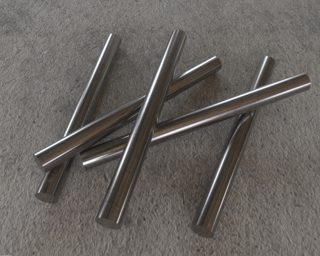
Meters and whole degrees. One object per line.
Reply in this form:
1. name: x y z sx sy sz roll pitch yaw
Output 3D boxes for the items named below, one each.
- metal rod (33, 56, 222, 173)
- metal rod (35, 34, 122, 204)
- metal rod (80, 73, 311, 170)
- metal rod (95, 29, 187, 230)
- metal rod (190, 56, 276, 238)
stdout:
1. metal rod: -0.021 -0.032 0.411 0.302 0.025 0.025 -33 57 -31
2. metal rod: -0.101 -0.037 0.433 0.025 0.025 0.300 7 50 6
3. metal rod: 0.049 -0.011 0.389 0.302 0.025 0.025 -20 53 -7
4. metal rod: -0.010 -0.025 0.376 0.025 0.025 0.300 11 52 9
5. metal rod: 0.106 0.001 0.402 0.025 0.025 0.301 20 53 16
